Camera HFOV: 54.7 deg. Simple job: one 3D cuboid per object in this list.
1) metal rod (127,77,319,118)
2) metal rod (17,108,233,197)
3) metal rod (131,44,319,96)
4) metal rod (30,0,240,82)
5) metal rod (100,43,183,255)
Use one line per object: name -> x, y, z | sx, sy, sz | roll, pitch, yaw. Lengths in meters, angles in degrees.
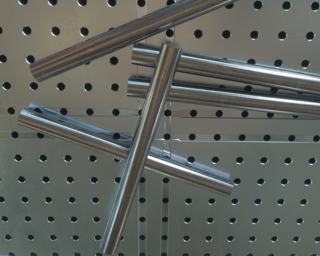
metal rod -> 0.110, -0.036, 0.401 | 0.302, 0.025, 0.025 | 6, 110, -3
metal rod -> -0.040, 0.036, 0.426 | 0.302, 0.025, 0.025 | 20, 109, -8
metal rod -> 0.115, -0.068, 0.390 | 0.302, 0.025, 0.025 | 9, 110, -4
metal rod -> -0.014, -0.121, 0.368 | 0.301, 0.025, 0.025 | -21, 109, 7
metal rod -> -0.030, 0.041, 0.400 | 0.025, 0.025, 0.298 | 16, 109, -6
